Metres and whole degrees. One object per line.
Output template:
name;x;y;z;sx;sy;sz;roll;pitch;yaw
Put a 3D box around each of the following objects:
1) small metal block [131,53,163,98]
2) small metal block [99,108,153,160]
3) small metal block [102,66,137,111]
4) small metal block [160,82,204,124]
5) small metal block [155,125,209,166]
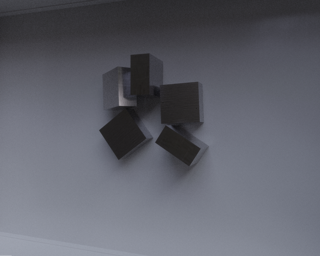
small metal block;-0.016;-0.066;0.402;0.025;0.050;0.050;0;90;20
small metal block;-0.046;0.008;0.426;0.050;0.025;0.050;-38;78;16
small metal block;-0.055;-0.051;0.414;0.050;0.025;0.050;-7;84;57
small metal block;0.029;-0.031;0.400;0.050;0.025;0.050;-2;89;19
small metal block;0.029;0.020;0.386;0.050;0.050;0.025;34;101;16
